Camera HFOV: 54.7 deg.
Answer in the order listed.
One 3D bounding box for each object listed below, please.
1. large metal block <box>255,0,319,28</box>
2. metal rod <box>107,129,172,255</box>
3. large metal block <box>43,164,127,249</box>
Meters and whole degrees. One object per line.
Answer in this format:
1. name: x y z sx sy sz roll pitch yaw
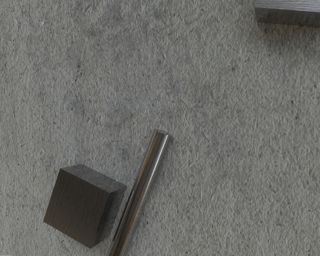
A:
1. large metal block: 0.155 -0.161 0.341 0.080 0.050 0.079 12 94 19
2. metal rod: -0.048 0.144 0.425 0.025 0.025 0.298 23 98 18
3. large metal block: -0.104 0.105 0.432 0.080 0.050 0.080 22 97 18
